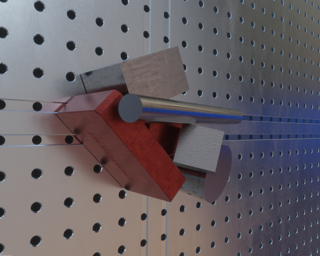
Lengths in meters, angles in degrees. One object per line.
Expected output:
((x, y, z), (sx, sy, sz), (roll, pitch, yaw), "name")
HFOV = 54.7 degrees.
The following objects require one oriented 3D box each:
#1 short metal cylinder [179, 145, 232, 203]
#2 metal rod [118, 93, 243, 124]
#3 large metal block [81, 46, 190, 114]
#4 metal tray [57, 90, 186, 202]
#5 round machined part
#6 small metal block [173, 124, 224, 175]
((0.059, 0.057, 0.429), (0.081, 0.050, 0.079), (-26, 123, -48), "short metal cylinder")
((0.051, -0.018, 0.392), (0.302, 0.025, 0.025), (-1, 91, -60), "metal rod")
((-0.028, -0.052, 0.349), (0.081, 0.080, 0.050), (-27, 107, -37), "large metal block")
((-0.041, 0.021, 0.333), (0.030, 0.090, 0.130), (-51, 121, -28), "metal tray")
((-0.001, 0.006, 0.403), (0.099, 0.042, 0.097), (0, 90, -40), "round machined part")
((0.047, 0.025, 0.378), (0.025, 0.050, 0.050), (74, 31, -73), "small metal block")
